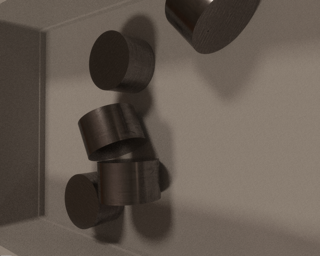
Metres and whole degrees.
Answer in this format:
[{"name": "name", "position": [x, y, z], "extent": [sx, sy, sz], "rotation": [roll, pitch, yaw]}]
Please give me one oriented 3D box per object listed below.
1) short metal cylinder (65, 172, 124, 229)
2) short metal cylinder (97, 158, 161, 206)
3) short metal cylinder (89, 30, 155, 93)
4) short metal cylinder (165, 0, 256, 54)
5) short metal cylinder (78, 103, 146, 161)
[{"name": "short metal cylinder", "position": [-0.100, 0.107, 0.470], "extent": [0.080, 0.050, 0.079], "rotation": [0, 90, 39]}, {"name": "short metal cylinder", "position": [-0.040, 0.067, 0.402], "extent": [0.080, 0.081, 0.050], "rotation": [-4, 87, 39]}, {"name": "short metal cylinder", "position": [-0.054, -0.090, 0.432], "extent": [0.080, 0.050, 0.079], "rotation": [0, 90, 39]}, {"name": "short metal cylinder", "position": [0.053, -0.126, 0.326], "extent": [0.080, 0.081, 0.050], "rotation": [-51, 61, 28]}, {"name": "short metal cylinder", "position": [-0.065, 0.007, 0.422], "extent": [0.080, 0.081, 0.050], "rotation": [-32, 70, 35]}]
